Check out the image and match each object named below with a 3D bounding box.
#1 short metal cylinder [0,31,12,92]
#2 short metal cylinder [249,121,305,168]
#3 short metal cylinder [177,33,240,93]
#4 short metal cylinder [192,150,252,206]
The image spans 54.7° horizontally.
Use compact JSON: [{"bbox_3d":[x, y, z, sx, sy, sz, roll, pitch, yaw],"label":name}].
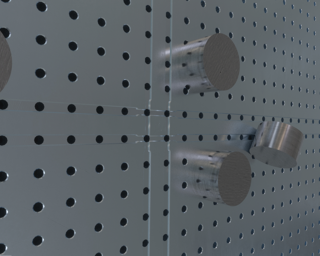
[{"bbox_3d":[-0.170,-0.054,0.250,0.081,0.050,0.079,0,90,-40],"label":"short metal cylinder"},{"bbox_3d":[0.205,0.030,0.545,0.080,0.080,0.050,39,66,-33],"label":"short metal cylinder"},{"bbox_3d":[0.071,-0.092,0.452,0.081,0.050,0.079,0,90,-40],"label":"short metal cylinder"},{"bbox_3d":[0.095,0.074,0.472,0.081,0.050,0.079,0,90,-40],"label":"short metal cylinder"}]
